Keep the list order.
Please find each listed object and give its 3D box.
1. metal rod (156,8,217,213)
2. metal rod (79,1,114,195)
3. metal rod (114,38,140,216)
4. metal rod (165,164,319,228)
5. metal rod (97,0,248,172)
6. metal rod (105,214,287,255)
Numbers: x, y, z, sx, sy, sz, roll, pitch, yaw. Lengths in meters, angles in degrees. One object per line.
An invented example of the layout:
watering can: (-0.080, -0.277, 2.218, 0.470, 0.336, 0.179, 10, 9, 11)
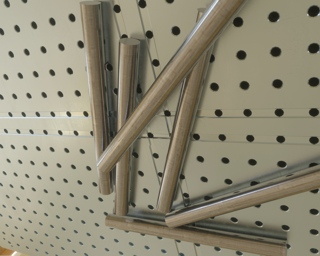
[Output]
metal rod: (0.028, 0.003, 0.398, 0.025, 0.025, 0.298, 21, 127, 15)
metal rod: (-0.086, -0.021, 0.444, 0.025, 0.025, 0.298, 15, 125, 20)
metal rod: (-0.051, 0.020, 0.450, 0.025, 0.025, 0.298, 19, 126, 17)
metal rod: (0.120, 0.088, 0.402, 0.299, 0.025, 0.025, -30, 102, 37)
metal rod: (-0.006, -0.034, 0.359, 0.025, 0.025, 0.298, 41, 129, 0)
metal rod: (0.040, 0.167, 0.493, 0.300, 0.025, 0.025, 0, 118, 28)
